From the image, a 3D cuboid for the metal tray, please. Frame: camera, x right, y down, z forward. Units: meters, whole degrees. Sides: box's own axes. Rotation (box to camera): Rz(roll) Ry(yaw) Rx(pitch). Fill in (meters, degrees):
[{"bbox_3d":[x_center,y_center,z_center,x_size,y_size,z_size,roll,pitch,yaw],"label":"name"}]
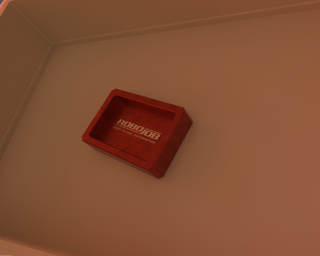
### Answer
[{"bbox_3d":[-0.033,0.003,0.416,0.130,0.030,0.090,19,71,35],"label":"metal tray"}]
